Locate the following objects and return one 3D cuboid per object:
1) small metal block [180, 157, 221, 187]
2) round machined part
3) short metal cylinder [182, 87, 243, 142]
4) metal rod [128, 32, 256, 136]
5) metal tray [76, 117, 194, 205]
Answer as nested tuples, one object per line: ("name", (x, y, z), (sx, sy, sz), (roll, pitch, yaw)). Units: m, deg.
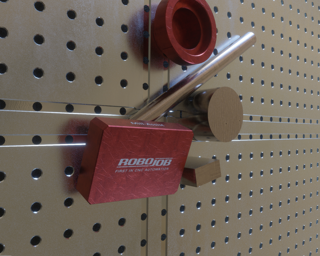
("small metal block", (0.049, 0.061, 0.437), (0.050, 0.050, 0.025), (-13, 99, -40))
("round machined part", (0.030, -0.134, 0.425), (0.099, 0.042, 0.097), (0, 90, -40))
("short metal cylinder", (0.079, -0.020, 0.462), (0.081, 0.050, 0.079), (0, 91, -40))
("metal rod", (0.060, -0.077, 0.461), (0.302, 0.025, 0.025), (-39, 114, -33))
("metal tray", (-0.025, 0.038, 0.368), (0.131, 0.030, 0.089), (4, 107, -40))
